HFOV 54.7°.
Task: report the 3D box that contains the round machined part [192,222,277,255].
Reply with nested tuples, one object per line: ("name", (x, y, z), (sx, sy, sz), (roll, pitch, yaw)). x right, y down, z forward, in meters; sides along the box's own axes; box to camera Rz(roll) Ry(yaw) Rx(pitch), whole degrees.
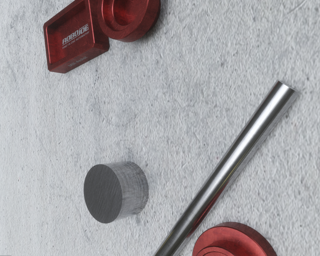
("round machined part", (0.075, 0.155, 0.331), (0.098, 0.042, 0.097), (0, 90, 39))

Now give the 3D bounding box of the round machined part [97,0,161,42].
("round machined part", (-0.038, -0.166, 0.423), (0.098, 0.042, 0.097), (0, 90, 39))

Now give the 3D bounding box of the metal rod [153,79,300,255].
("metal rod", (0.056, 0.078, 0.357), (0.025, 0.025, 0.298), (44, 116, 30))

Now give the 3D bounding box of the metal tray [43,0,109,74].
("metal tray", (-0.143, -0.153, 0.516), (0.130, 0.030, 0.090), (-14, 81, 38))

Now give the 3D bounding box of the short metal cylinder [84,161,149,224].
("short metal cylinder", (-0.063, 0.089, 0.438), (0.080, 0.050, 0.079), (0, 90, 39))
